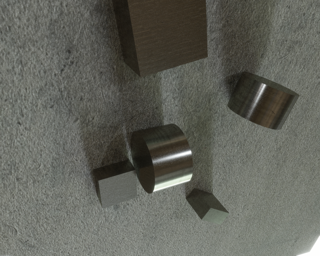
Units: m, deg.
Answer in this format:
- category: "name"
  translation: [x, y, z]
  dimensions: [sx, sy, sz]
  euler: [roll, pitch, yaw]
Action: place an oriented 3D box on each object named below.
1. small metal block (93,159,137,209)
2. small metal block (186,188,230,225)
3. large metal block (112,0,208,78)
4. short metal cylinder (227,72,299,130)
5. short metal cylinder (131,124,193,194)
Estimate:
- category: "small metal block"
  translation: [-0.060, 0.076, 0.422]
  dimensions: [0.050, 0.025, 0.050]
  euler: [-14, 125, -21]
- category: "small metal block"
  translation: [0.079, 0.131, 0.517]
  dimensions: [0.050, 0.050, 0.025]
  euler: [26, 104, -37]
- category: "large metal block"
  translation: [0.001, -0.109, 0.325]
  dimensions: [0.081, 0.050, 0.079]
  euler: [-20, 127, -17]
- category: "short metal cylinder"
  translation: [0.141, -0.039, 0.426]
  dimensions: [0.081, 0.080, 0.050]
  euler: [8, 115, -32]
- category: "short metal cylinder"
  translation: [0.000, 0.038, 0.396]
  dimensions: [0.050, 0.080, 0.079]
  euler: [-13, 124, -22]
